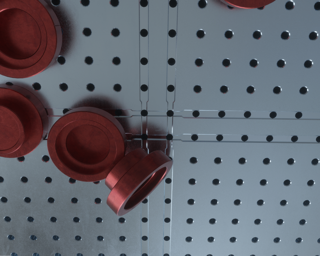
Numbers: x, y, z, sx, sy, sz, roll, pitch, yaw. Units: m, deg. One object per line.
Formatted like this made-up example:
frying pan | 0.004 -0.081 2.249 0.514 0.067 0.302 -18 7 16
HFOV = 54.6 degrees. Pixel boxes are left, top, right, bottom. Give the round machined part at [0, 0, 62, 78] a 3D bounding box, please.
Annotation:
round machined part | -0.163 -0.110 0.362 0.099 0.042 0.097 0 110 0

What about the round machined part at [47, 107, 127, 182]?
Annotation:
round machined part | -0.093 0.018 0.410 0.099 0.042 0.097 0 110 0

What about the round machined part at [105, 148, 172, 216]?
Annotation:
round machined part | -0.033 0.064 0.406 0.042 0.098 0.098 43 107 17

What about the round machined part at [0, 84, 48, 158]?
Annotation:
round machined part | -0.201 -0.005 0.401 0.099 0.042 0.097 0 110 0

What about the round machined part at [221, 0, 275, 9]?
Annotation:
round machined part | 0.097 -0.182 0.338 0.099 0.042 0.097 0 110 0
